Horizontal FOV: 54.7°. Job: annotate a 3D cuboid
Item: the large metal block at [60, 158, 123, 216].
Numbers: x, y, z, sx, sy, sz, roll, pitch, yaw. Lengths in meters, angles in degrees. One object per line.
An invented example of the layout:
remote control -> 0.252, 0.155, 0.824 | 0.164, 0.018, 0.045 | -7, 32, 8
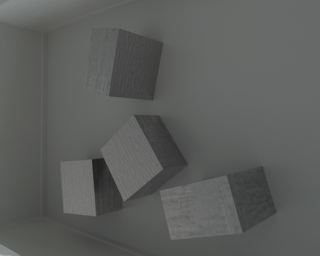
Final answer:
large metal block -> -0.107, 0.088, 0.479 | 0.080, 0.050, 0.080 | -9, 85, 39

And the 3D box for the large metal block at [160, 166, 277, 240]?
large metal block -> 0.061, 0.077, 0.321 | 0.080, 0.081, 0.050 | -22, 76, 38

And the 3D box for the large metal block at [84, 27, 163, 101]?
large metal block -> -0.047, -0.082, 0.410 | 0.050, 0.081, 0.079 | 17, 101, 39

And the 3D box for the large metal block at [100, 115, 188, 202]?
large metal block -> -0.023, 0.039, 0.410 | 0.080, 0.050, 0.080 | -44, 64, 31
